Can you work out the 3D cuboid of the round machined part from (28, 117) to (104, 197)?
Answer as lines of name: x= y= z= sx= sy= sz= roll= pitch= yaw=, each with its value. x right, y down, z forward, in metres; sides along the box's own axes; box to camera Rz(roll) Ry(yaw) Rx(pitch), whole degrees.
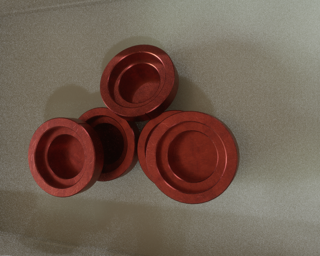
round machined part: x=-0.114 y=0.035 z=0.396 sx=0.098 sy=0.042 sz=0.097 roll=0 pitch=90 yaw=20

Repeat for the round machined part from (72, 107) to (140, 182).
round machined part: x=-0.070 y=0.021 z=0.425 sx=0.098 sy=0.042 sz=0.097 roll=0 pitch=90 yaw=20

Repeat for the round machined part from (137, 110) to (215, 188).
round machined part: x=0.025 y=0.027 z=0.392 sx=0.098 sy=0.042 sz=0.097 roll=0 pitch=90 yaw=20

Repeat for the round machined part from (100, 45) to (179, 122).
round machined part: x=-0.023 y=-0.053 z=0.397 sx=0.098 sy=0.042 sz=0.098 roll=-6 pitch=70 yaw=16

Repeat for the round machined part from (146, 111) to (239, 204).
round machined part: x=0.038 y=0.031 z=0.342 sx=0.098 sy=0.042 sz=0.097 roll=0 pitch=90 yaw=20
